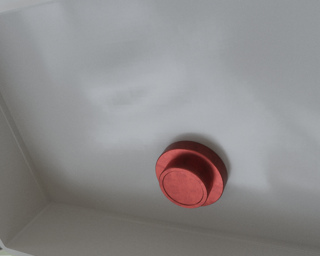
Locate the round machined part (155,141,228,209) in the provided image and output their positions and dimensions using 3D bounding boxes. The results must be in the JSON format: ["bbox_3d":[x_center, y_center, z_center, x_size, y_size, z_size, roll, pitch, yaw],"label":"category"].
[{"bbox_3d":[0.038,0.070,0.420,0.098,0.042,0.097,13,124,20],"label":"round machined part"}]
